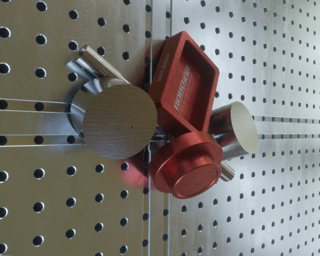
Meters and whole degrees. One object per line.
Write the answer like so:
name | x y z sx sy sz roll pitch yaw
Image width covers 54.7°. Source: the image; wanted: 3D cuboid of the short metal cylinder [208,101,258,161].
short metal cylinder | 0.105 0.006 0.465 0.080 0.050 0.080 25 55 -42

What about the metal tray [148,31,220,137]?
metal tray | 0.034 -0.053 0.415 0.090 0.030 0.130 39 53 -33

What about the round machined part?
round machined part | 0.038 0.054 0.395 0.099 0.042 0.097 -18 140 -15

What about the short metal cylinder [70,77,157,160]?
short metal cylinder | -0.050 -0.012 0.335 0.081 0.050 0.079 -10 111 -27

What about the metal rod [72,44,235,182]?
metal rod | 0.012 -0.003 0.419 0.301 0.025 0.025 38 67 -33
